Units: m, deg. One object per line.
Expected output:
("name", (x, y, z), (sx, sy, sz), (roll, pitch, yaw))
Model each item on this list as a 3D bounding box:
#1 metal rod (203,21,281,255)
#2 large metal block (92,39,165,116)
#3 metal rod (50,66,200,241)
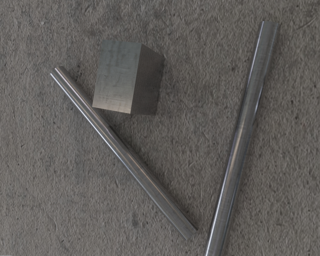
("metal rod", (0.097, 0.024, 0.374), (0.025, 0.025, 0.298), (14, 95, 19))
("large metal block", (-0.036, -0.060, 0.393), (0.050, 0.080, 0.079), (11, 94, 20))
("metal rod", (-0.056, 0.026, 0.428), (0.025, 0.025, 0.300), (-45, 76, 14))
